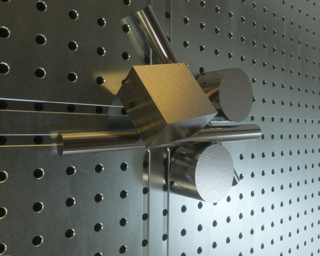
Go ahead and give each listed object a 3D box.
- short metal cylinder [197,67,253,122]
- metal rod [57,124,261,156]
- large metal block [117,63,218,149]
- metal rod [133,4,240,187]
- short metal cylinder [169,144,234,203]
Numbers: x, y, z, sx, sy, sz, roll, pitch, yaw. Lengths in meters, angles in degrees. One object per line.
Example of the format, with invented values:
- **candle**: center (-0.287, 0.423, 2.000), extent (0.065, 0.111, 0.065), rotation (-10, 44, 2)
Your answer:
- **short metal cylinder**: center (0.096, -0.048, 0.469), extent (0.081, 0.050, 0.079), rotation (0, 90, -40)
- **metal rod**: center (0.023, 0.011, 0.402), extent (0.303, 0.025, 0.025), rotation (-2, 92, -34)
- **large metal block**: center (0.008, -0.030, 0.372), extent (0.081, 0.050, 0.080), rotation (-13, 64, -39)
- **metal rod**: center (0.047, -0.030, 0.445), extent (0.025, 0.025, 0.299), rotation (-46, 118, -30)
- **short metal cylinder**: center (0.059, 0.061, 0.438), extent (0.081, 0.050, 0.079), rotation (0, 90, -40)
